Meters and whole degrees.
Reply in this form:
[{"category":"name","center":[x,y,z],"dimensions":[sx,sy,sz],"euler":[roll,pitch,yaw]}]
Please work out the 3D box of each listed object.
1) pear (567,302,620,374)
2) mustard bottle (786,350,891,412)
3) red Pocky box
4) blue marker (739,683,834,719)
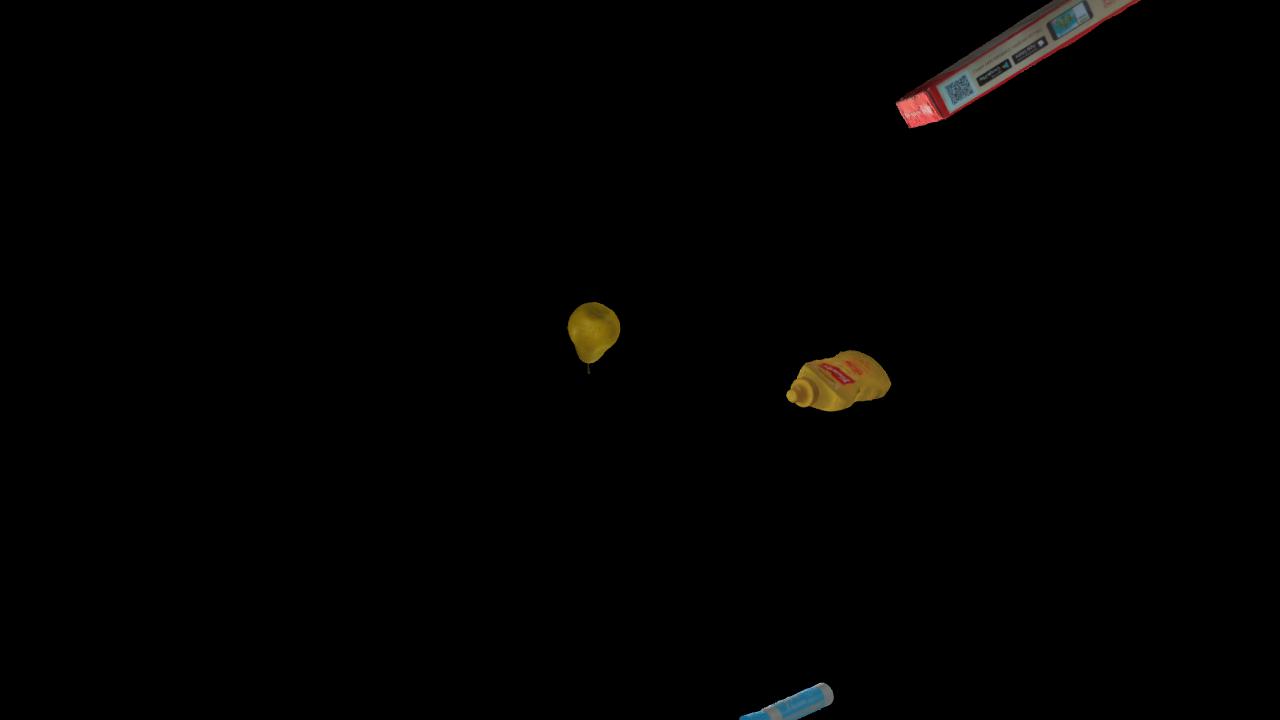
[{"category":"pear","center":[-0.076,-0.032,0.943],"dimensions":[0.080,0.111,0.080],"euler":[15,36,-11]},{"category":"mustard bottle","center":[0.285,0.036,0.916],"dimensions":[0.184,0.092,0.054],"euler":[-12,-38,-34]},{"category":"red Pocky box","center":[0.269,-0.223,0.439],"dimensions":[0.155,0.028,0.083],"euler":[-30,12,15]},{"category":"blue marker","center":[0.125,0.298,0.523],"dimensions":[0.121,0.020,0.020],"euler":[9,-6,-42]}]
